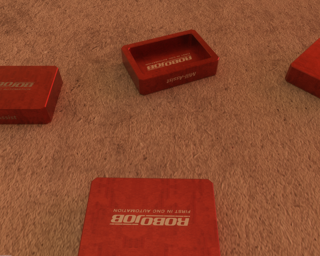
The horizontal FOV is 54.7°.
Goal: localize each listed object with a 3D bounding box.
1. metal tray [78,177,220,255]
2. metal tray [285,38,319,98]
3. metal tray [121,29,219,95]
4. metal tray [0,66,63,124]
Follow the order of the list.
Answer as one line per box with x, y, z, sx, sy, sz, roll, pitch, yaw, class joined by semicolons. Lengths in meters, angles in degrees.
-0.009;0.098;0.318;0.131;0.030;0.090;1;50;0;metal tray
0.270;-0.096;0.483;0.090;0.030;0.131;36;59;26;metal tray
0.015;-0.107;0.489;0.131;0.030;0.090;-18;52;-15;metal tray
-0.215;-0.048;0.439;0.131;0.030;0.090;0;50;0;metal tray
